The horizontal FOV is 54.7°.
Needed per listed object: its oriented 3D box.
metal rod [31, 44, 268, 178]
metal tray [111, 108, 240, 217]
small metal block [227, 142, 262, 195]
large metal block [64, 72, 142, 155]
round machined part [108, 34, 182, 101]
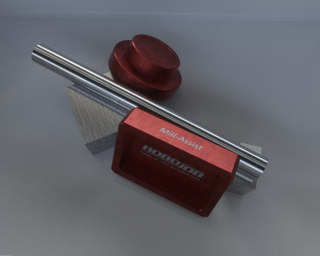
[{"bbox_3d":[-0.019,-0.024,0.362,0.301,0.025,0.025,28,72,9],"label":"metal rod"},{"bbox_3d":[0.012,0.042,0.355,0.130,0.089,0.030,25,45,8],"label":"metal tray"},{"bbox_3d":[0.100,0.051,0.377,0.025,0.050,0.050,14,71,5],"label":"small metal block"},{"bbox_3d":[-0.066,-0.022,0.402,0.080,0.050,0.080,-21,72,-8],"label":"large metal block"},{"bbox_3d":[-0.013,-0.084,0.402,0.099,0.042,0.098,22,39,-18],"label":"round machined part"}]
